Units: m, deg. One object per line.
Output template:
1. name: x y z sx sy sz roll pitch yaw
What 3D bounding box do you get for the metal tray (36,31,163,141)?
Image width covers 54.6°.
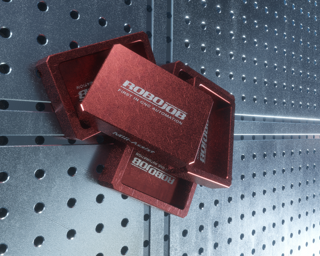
1. metal tray: -0.059 -0.051 0.355 0.131 0.030 0.090 -28 107 -36

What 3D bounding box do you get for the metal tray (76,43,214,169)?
1. metal tray: -0.012 -0.023 0.342 0.131 0.030 0.090 28 63 -13

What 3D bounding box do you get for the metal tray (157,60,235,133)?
1. metal tray: 0.050 -0.027 0.445 0.131 0.030 0.090 24 75 -36

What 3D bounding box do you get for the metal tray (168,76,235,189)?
1. metal tray: 0.060 0.008 0.414 0.090 0.030 0.130 25 63 -37

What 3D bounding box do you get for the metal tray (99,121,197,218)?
1. metal tray: -0.004 0.054 0.402 0.130 0.030 0.090 33 70 -35
